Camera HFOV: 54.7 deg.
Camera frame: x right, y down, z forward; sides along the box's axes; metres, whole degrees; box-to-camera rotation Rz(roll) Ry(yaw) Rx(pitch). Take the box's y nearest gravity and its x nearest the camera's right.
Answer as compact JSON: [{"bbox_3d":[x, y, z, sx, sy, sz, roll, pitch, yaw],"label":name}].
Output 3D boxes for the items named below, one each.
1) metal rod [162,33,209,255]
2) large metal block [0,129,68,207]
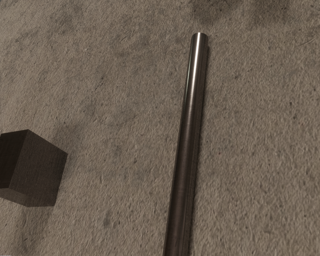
[{"bbox_3d":[0.036,0.001,0.382,0.025,0.025,0.299,-5,59,25],"label":"metal rod"},{"bbox_3d":[-0.182,0.058,0.426,0.050,0.080,0.080,-8,58,24],"label":"large metal block"}]
